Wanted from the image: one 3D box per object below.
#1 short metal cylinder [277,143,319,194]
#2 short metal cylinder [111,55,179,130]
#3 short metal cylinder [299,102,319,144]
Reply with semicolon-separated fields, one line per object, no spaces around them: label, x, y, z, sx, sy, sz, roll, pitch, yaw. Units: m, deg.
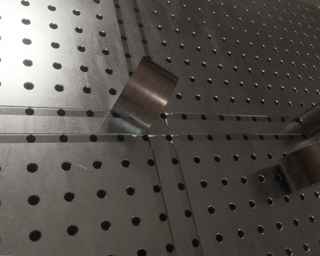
short metal cylinder;0.223;0.060;0.459;0.081;0.080;0.050;-4;64;-31
short metal cylinder;-0.019;-0.044;0.390;0.050;0.080;0.080;31;52;-9
short metal cylinder;0.304;-0.007;0.564;0.081;0.050;0.080;14;56;-21
